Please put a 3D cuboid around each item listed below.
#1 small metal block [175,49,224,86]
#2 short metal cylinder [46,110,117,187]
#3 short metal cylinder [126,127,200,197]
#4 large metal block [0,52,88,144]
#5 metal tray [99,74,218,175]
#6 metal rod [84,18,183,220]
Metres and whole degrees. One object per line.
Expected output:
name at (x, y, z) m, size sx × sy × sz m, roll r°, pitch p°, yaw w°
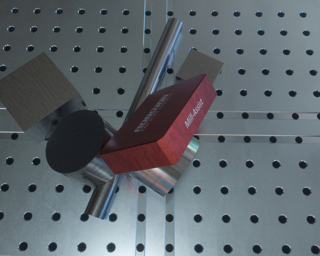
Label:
small metal block at (0.055, -0.077, 0.440) m, size 0.050 × 0.025 × 0.050 m, roll 27°, pitch 72°, yaw 9°
short metal cylinder at (-0.088, 0.025, 0.374) m, size 0.080 × 0.050 × 0.080 m, roll -11°, pitch 59°, yaw 20°
short metal cylinder at (0.003, 0.034, 0.366) m, size 0.050 × 0.080 × 0.080 m, roll 35°, pitch 73°, yaw 0°
large metal block at (-0.157, -0.040, 0.412) m, size 0.080 × 0.050 × 0.080 m, roll -38°, pitch 75°, yaw -13°
metal tray at (0.002, -0.007, 0.349) m, size 0.030 × 0.090 × 0.131 m, roll 57°, pitch 42°, yaw -21°
metal rod at (-0.028, -0.026, 0.420) m, size 0.025 × 0.025 × 0.300 m, roll 19°, pitch 71°, yaw 7°
